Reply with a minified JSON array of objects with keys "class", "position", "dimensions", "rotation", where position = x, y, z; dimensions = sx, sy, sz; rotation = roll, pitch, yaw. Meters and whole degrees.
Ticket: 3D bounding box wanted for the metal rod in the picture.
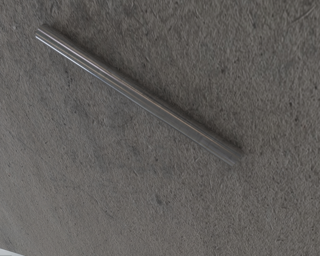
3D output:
[{"class":"metal rod","position":[-0.031,-0.045,0.395],"dimensions":[0.300,0.025,0.025],"rotation":[33,129,6]}]
